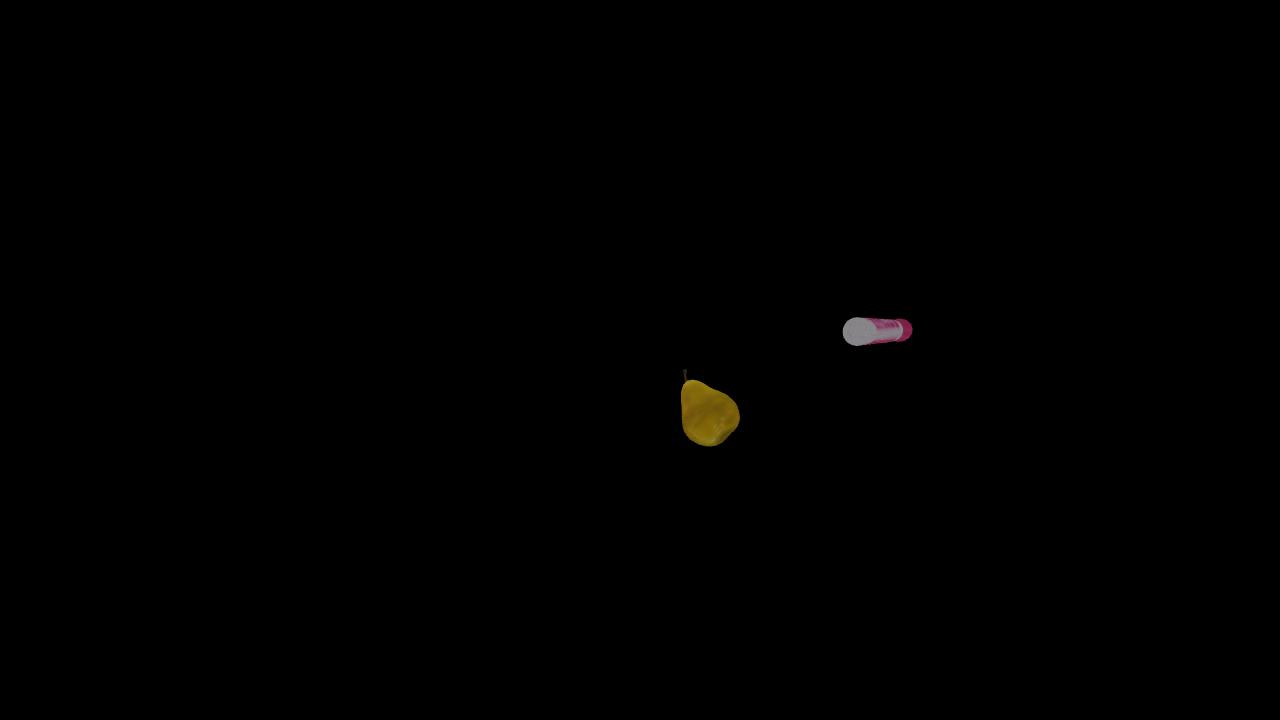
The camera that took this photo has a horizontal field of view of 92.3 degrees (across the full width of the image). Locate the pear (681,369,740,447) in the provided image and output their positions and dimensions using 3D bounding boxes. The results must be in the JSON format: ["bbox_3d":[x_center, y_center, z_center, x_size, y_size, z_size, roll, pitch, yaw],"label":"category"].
[{"bbox_3d":[0.082,0.064,0.850,0.111,0.080,0.080,47,23,24],"label":"pear"}]

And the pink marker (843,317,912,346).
[{"bbox_3d":[0.178,-0.021,0.453,0.020,0.020,0.121,0,3,36],"label":"pink marker"}]
